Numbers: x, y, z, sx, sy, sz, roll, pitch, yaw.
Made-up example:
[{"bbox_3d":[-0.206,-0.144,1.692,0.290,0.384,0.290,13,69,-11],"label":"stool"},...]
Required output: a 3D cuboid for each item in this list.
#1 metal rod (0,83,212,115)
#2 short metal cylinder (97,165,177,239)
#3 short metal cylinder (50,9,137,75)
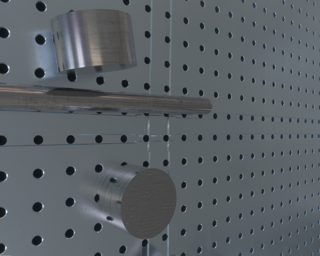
[{"bbox_3d":[-0.046,-0.031,0.370,0.302,0.025,0.025,-1,91,-40],"label":"metal rod"},{"bbox_3d":[-0.027,0.085,0.371,0.081,0.050,0.079,0,90,-40],"label":"short metal cylinder"},{"bbox_3d":[-0.067,-0.085,0.318,0.081,0.080,0.050,-12,98,-39],"label":"short metal cylinder"}]
